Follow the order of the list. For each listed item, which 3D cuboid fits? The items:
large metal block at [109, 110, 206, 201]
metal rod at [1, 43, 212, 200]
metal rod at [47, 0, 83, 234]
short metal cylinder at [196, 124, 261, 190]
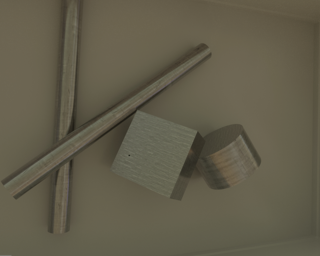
[{"bbox_3d":[-0.001,0.034,0.376,0.080,0.050,0.080,20,81,23],"label":"large metal block"},{"bbox_3d":[-0.046,-0.022,0.376,0.302,0.025,0.025,-38,103,-23],"label":"metal rod"},{"bbox_3d":[-0.112,-0.028,0.369,0.025,0.025,0.298,3,89,-20],"label":"metal rod"},{"bbox_3d":[0.086,0.037,0.415,0.080,0.080,0.050,-35,102,-17],"label":"short metal cylinder"}]
